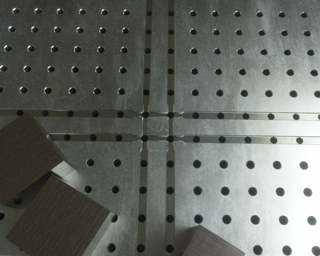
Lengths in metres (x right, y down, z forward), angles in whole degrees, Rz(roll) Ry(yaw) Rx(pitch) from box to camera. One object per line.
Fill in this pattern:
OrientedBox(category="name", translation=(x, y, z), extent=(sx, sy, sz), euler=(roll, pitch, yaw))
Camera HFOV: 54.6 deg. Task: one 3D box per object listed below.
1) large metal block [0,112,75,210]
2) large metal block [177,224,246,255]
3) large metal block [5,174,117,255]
OrientedBox(category="large metal block", translation=(-0.168, 0.041, 0.383), extent=(0.080, 0.050, 0.080), euler=(-38, 74, -13))
OrientedBox(category="large metal block", translation=(0.040, 0.153, 0.327), extent=(0.050, 0.080, 0.080), euler=(31, 73, 10))
OrientedBox(category="large metal block", translation=(-0.109, 0.112, 0.357), extent=(0.080, 0.050, 0.080), euler=(30, 73, 10))
